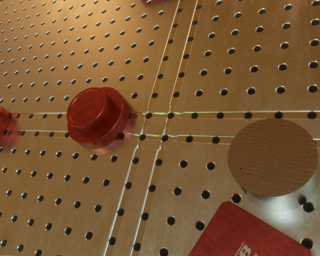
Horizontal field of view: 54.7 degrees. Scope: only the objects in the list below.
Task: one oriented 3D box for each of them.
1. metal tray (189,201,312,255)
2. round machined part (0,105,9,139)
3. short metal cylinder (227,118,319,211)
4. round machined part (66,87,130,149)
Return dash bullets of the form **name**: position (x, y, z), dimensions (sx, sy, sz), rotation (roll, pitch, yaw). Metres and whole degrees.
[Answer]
- **metal tray**: position (0.065, 0.145, 0.281), dimensions (0.090, 0.030, 0.130), rotation (27, 76, 37)
- **round machined part**: position (-0.333, -0.007, 0.573), dimensions (0.098, 0.042, 0.098), rotation (-13, 56, 20)
- **short metal cylinder**: position (0.114, 0.037, 0.309), dimensions (0.080, 0.050, 0.080), rotation (-13, 56, 21)
- **round machined part**: position (-0.098, -0.022, 0.460), dimensions (0.098, 0.042, 0.098), rotation (-13, 56, 20)
